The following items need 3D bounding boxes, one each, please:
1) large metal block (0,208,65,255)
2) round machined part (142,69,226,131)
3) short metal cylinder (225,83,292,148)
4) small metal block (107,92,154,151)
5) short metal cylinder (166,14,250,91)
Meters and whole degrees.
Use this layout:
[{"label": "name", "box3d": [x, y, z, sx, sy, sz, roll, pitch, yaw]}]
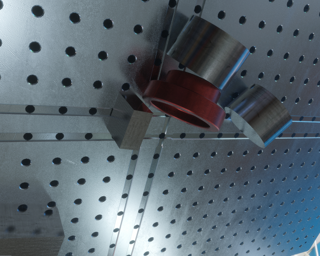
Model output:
[{"label": "large metal block", "box3d": [-0.177, 0.150, 0.392, 0.081, 0.050, 0.079, 11, 113, -34]}, {"label": "round machined part", "box3d": [0.032, -0.035, 0.366, 0.098, 0.098, 0.042, 28, 84, -38]}, {"label": "short metal cylinder", "box3d": [0.139, -0.017, 0.444, 0.050, 0.080, 0.080, -42, 130, 0]}, {"label": "small metal block", "box3d": [-0.037, -0.008, 0.371, 0.025, 0.050, 0.050, 9, 114, -33]}, {"label": "short metal cylinder", "box3d": [0.054, -0.085, 0.354, 0.080, 0.080, 0.050, 24, 106, -37]}]
